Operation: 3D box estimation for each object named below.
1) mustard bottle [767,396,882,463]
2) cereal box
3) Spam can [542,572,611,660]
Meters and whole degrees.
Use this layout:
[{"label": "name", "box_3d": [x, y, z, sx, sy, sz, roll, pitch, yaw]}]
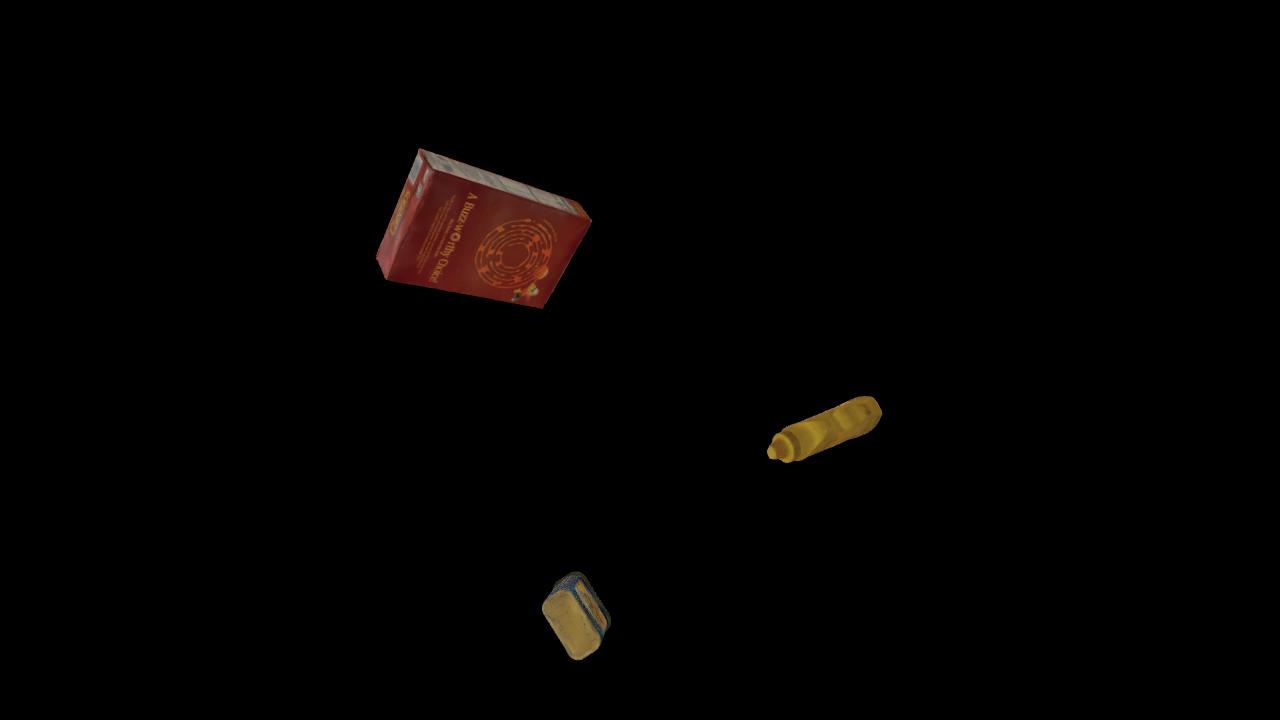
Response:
[{"label": "mustard bottle", "box_3d": [0.251, 0.104, 0.867, 0.184, 0.054, 0.092, -16, -15, -30]}, {"label": "cereal box", "box_3d": [-0.254, -0.205, 1.037, 0.306, 0.203, 0.081, 6, 38, -44]}, {"label": "Spam can", "box_3d": [-0.092, 0.370, 0.894, 0.058, 0.101, 0.085, -35, -6, 1]}]
